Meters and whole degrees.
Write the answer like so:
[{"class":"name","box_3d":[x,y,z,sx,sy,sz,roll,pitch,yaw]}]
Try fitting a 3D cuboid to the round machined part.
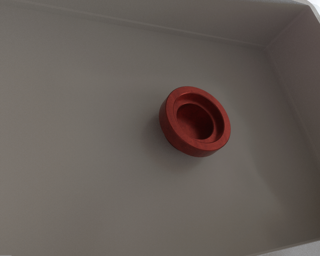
[{"class":"round machined part","box_3d":[0.043,-0.005,0.420,0.099,0.042,0.098,13,56,-21]}]
